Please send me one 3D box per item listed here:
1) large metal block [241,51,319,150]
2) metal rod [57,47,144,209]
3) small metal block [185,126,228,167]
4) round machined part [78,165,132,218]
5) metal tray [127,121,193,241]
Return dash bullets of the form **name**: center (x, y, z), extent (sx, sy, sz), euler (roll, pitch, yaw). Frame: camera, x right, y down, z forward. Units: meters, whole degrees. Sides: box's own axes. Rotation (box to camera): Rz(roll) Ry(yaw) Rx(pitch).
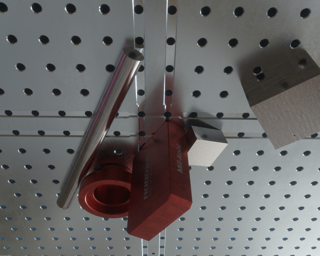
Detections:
- **large metal block**: center (0.156, -0.031, 0.372), extent (0.080, 0.050, 0.080), euler (-27, 126, 20)
- **metal rod**: center (-0.094, 0.021, 0.428), extent (0.025, 0.025, 0.298), euler (20, 127, -17)
- **small metal block**: center (0.057, 0.026, 0.428), extent (0.050, 0.025, 0.050), euler (9, 131, -27)
- **round machined part**: center (-0.073, 0.094, 0.479), extent (0.099, 0.042, 0.097), euler (-2, 131, -2)
- **metal tray**: center (-0.002, 0.064, 0.397), extent (0.030, 0.130, 0.090), euler (28, 125, -22)
